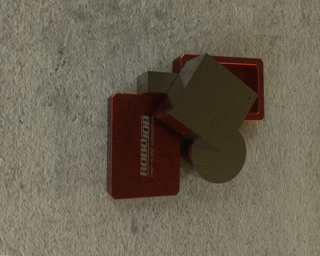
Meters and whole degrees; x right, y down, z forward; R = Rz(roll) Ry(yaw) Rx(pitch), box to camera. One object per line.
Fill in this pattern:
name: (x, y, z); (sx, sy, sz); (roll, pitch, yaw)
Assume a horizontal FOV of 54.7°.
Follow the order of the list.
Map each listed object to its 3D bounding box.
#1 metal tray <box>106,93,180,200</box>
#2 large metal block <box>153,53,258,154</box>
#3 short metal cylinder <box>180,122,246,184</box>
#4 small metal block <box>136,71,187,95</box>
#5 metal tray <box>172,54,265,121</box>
metal tray: (-0.021, 0.022, 0.401); (0.091, 0.030, 0.129); (1, 90, -20)
large metal block: (0.053, -0.027, 0.362); (0.080, 0.050, 0.080); (34, 79, -17)
short metal cylinder: (0.069, 0.032, 0.422); (0.081, 0.050, 0.080); (0, 90, -20)
small metal block: (0.001, -0.055, 0.397); (0.050, 0.050, 0.025); (1, 90, -20)
metal tray: (0.084, -0.054, 0.439); (0.131, 0.030, 0.089); (-2, 91, -20)
